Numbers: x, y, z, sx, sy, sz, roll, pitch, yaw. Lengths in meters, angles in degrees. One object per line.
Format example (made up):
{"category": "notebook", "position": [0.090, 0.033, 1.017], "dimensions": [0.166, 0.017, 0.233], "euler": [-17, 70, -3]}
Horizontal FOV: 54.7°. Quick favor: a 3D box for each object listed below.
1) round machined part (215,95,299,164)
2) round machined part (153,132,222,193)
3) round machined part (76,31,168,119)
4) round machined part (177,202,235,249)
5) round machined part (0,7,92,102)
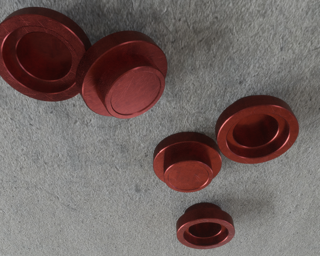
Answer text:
{"category": "round machined part", "position": [0.119, -0.002, 0.395], "dimensions": [0.099, 0.042, 0.097], "euler": [0, 130, 0]}
{"category": "round machined part", "position": [0.039, 0.055, 0.443], "dimensions": [0.099, 0.042, 0.097], "euler": [0, 130, 0]}
{"category": "round machined part", "position": [-0.034, -0.048, 0.326], "dimensions": [0.099, 0.042, 0.097], "euler": [-24, 145, -18]}
{"category": "round machined part", "position": [0.077, 0.167, 0.539], "dimensions": [0.099, 0.042, 0.097], "euler": [0, 130, 0]}
{"category": "round machined part", "position": [-0.119, -0.079, 0.327], "dimensions": [0.099, 0.042, 0.097], "euler": [0, 130, 0]}
